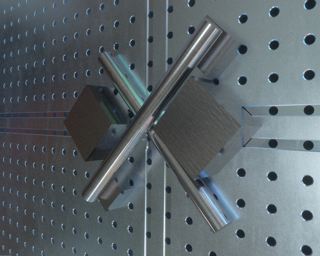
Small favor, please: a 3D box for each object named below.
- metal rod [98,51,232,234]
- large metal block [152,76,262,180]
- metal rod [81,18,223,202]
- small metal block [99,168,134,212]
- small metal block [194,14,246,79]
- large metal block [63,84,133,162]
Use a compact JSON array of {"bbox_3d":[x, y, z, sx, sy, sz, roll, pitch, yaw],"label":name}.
[{"bbox_3d":[-0.007,0.002,0.414,0.025,0.025,0.299,-50,61,28],"label":"metal rod"},{"bbox_3d":[0.051,0.000,0.351,0.080,0.050,0.080,51,120,28],"label":"large metal block"},{"bbox_3d":[-0.024,-0.005,0.396,0.298,0.025,0.025,-52,60,27],"label":"metal rod"},{"bbox_3d":[-0.073,0.089,0.470,0.050,0.025,0.050,52,120,27],"label":"small metal block"},{"bbox_3d":[0.061,-0.093,0.360,0.050,0.025,0.050,-52,60,27],"label":"small metal block"},{"bbox_3d":[-0.092,-0.007,0.469,0.080,0.050,0.080,-51,61,28],"label":"large metal block"}]
